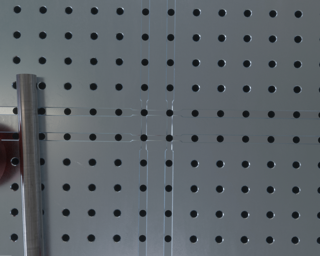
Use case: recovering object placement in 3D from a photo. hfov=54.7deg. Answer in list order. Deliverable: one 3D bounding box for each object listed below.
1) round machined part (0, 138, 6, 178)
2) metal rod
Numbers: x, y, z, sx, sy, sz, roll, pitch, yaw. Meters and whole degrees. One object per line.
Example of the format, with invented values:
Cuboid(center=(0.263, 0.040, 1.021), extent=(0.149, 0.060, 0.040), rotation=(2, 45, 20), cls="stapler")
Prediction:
Cuboid(center=(-0.249, 0.039, 0.403), extent=(0.099, 0.042, 0.097), rotation=(0, 90, 0), cls="round machined part")
Cuboid(center=(-0.171, 0.079, 0.411), extent=(0.025, 0.025, 0.298), rotation=(-2, 90, 0), cls="metal rod")
